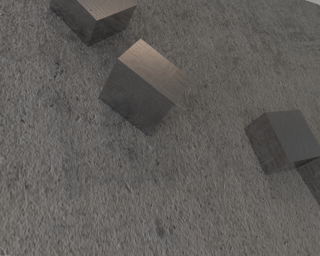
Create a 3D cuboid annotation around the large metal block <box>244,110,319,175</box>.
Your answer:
[{"bbox_3d":[0.190,0.021,0.477,0.081,0.050,0.080,-5,65,-31],"label":"large metal block"}]

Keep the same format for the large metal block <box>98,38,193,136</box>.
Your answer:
[{"bbox_3d":[-0.020,-0.048,0.387,0.080,0.080,0.050,38,51,-3],"label":"large metal block"}]

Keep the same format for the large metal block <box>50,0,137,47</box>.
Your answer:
[{"bbox_3d":[-0.095,-0.175,0.443,0.080,0.050,0.080,46,51,4],"label":"large metal block"}]

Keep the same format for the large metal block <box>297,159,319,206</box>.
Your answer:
[{"bbox_3d":[0.280,0.081,0.489,0.081,0.050,0.080,-16,70,-34],"label":"large metal block"}]
